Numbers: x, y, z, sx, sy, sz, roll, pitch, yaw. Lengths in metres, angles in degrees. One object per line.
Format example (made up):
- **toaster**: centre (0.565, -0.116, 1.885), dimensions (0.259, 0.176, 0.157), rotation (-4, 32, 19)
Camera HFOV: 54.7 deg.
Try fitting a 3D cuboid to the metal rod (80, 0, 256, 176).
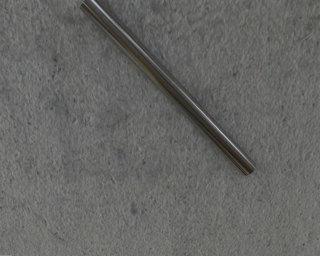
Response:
- **metal rod**: centre (0.020, -0.044, 0.393), dimensions (0.025, 0.025, 0.300), rotation (-42, 105, 13)
